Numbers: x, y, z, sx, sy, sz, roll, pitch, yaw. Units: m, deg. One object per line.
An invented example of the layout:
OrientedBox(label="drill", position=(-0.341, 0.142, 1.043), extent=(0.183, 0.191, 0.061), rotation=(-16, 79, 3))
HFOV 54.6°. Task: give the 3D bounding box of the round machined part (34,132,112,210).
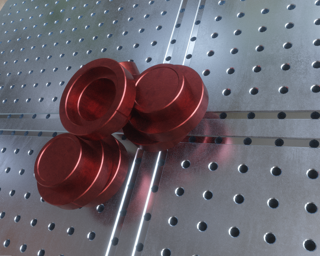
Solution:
OrientedBox(label="round machined part", position=(-0.111, 0.045, 0.374), extent=(0.098, 0.042, 0.098), rotation=(-13, 56, 21))

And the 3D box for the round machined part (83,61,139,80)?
OrientedBox(label="round machined part", position=(-0.072, -0.054, 0.445), extent=(0.098, 0.098, 0.042), rotation=(-25, 88, 13))

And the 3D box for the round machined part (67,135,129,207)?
OrientedBox(label="round machined part", position=(-0.093, 0.047, 0.392), extent=(0.098, 0.042, 0.098), rotation=(-13, 56, 21))

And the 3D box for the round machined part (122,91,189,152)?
OrientedBox(label="round machined part", position=(-0.007, -0.023, 0.389), extent=(0.098, 0.042, 0.098), rotation=(-13, 56, 21))

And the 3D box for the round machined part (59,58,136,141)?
OrientedBox(label="round machined part", position=(-0.069, -0.031, 0.371), extent=(0.098, 0.042, 0.098), rotation=(-12, 64, 27))

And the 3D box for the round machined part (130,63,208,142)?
OrientedBox(label="round machined part", position=(0.003, -0.037, 0.364), extent=(0.098, 0.042, 0.098), rotation=(-13, 55, 20))
